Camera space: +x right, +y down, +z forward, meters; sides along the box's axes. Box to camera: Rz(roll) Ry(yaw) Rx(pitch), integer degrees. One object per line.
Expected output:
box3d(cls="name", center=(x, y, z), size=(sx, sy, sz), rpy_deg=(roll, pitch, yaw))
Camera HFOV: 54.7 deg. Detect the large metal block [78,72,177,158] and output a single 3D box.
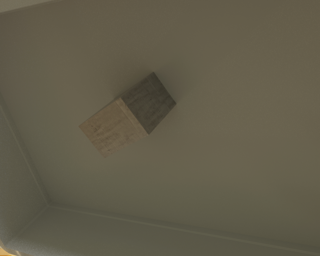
box3d(cls="large metal block", center=(-0.038, -0.016, 0.382), size=(0.080, 0.080, 0.050), rpy_deg=(-28, 103, 37))
